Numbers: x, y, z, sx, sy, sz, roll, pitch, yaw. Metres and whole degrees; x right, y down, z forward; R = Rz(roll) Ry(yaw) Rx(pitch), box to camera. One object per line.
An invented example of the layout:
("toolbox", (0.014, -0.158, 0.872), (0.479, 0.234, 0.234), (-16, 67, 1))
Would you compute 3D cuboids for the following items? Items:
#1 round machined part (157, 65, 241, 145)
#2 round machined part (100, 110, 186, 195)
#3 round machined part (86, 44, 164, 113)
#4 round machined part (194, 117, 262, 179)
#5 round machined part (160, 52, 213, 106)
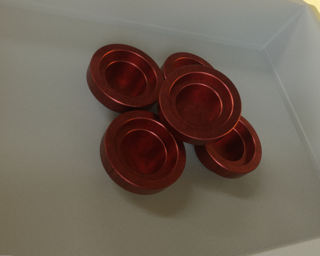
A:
("round machined part", (0.045, -0.025, 0.379), (0.099, 0.042, 0.098), (3, 68, -8))
("round machined part", (-0.023, 0.031, 0.363), (0.099, 0.042, 0.098), (14, 56, -21))
("round machined part", (-0.047, -0.058, 0.404), (0.099, 0.042, 0.098), (14, 56, -21))
("round machined part", (0.087, 0.024, 0.427), (0.099, 0.042, 0.098), (14, 56, -21))
("round machined part", (0.041, -0.059, 0.453), (0.099, 0.042, 0.098), (14, 56, -21))
